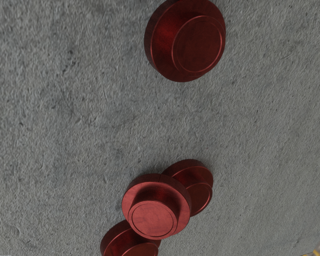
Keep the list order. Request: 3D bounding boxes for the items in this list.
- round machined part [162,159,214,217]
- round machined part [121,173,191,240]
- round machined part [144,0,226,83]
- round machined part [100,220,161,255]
[{"bbox_3d":[0.042,0.100,0.480,0.099,0.042,0.097,-14,124,-21],"label":"round machined part"},{"bbox_3d":[-0.007,0.116,0.433,0.098,0.042,0.097,4,115,9],"label":"round machined part"},{"bbox_3d":[0.035,-0.098,0.354,0.099,0.042,0.097,-14,124,-21],"label":"round machined part"},{"bbox_3d":[-0.041,0.192,0.492,0.099,0.042,0.097,-14,124,-21],"label":"round machined part"}]
